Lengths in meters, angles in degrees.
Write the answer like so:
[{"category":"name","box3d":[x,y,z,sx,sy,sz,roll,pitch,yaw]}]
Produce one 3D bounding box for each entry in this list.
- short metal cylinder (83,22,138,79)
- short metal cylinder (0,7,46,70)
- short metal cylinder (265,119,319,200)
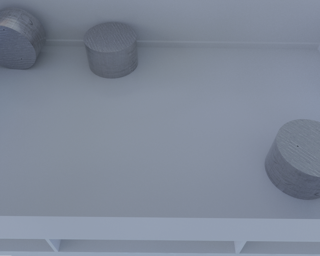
[{"category":"short metal cylinder","box3d":[-0.076,-0.124,0.492,0.081,0.050,0.080,0,50,0]},{"category":"short metal cylinder","box3d":[-0.226,-0.138,0.483,0.080,0.080,0.050,4,50,2]},{"category":"short metal cylinder","box3d":[0.170,0.036,0.361,0.081,0.050,0.080,0,50,0]}]
